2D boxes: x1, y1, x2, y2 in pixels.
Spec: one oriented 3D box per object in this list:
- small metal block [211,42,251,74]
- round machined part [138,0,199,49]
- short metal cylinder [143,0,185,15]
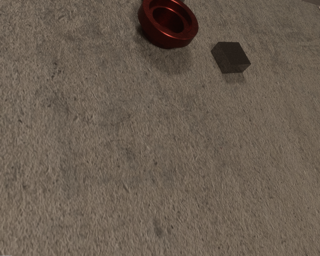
[{"bbox_3d":[0.126,-0.125,0.551,0.050,0.025,0.050,-9,67,-33],"label":"small metal block"},{"bbox_3d":[0.010,-0.167,0.502,0.099,0.042,0.098,14,56,-21],"label":"round machined part"},{"bbox_3d":[0.010,-0.247,0.543,0.081,0.050,0.080,15,52,-20],"label":"short metal cylinder"}]
